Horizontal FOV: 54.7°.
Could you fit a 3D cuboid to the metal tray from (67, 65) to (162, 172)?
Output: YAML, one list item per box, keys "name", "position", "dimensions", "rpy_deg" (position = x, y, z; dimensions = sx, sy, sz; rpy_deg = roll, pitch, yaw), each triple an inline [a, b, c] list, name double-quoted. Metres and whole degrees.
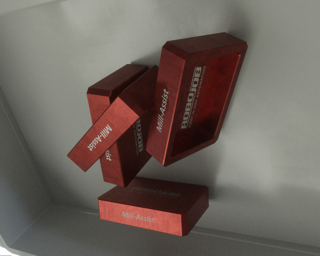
- name: "metal tray"
  position: [-0.048, -0.010, 0.370]
  dimensions: [0.030, 0.090, 0.129]
  rpy_deg: [44, 127, -5]

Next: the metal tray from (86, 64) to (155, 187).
- name: "metal tray"
  position: [-0.042, -0.004, 0.386]
  dimensions: [0.030, 0.090, 0.129]
  rpy_deg: [10, 123, 24]

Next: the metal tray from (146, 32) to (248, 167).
- name: "metal tray"
  position: [0.036, -0.029, 0.326]
  dimensions: [0.030, 0.091, 0.129]
  rpy_deg: [39, 134, 34]

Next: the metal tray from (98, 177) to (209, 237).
- name: "metal tray"
  position: [-0.008, 0.103, 0.431]
  dimensions: [0.130, 0.090, 0.030]
  rpy_deg: [3, 103, 27]
